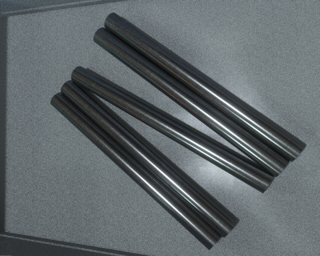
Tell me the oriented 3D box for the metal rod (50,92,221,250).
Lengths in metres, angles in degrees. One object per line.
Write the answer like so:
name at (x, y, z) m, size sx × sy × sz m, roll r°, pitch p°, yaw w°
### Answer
metal rod at (-0.042, 0.049, 0.424) m, size 0.300 × 0.025 × 0.025 m, roll 40°, pitch 103°, yaw 15°

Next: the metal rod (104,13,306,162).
metal rod at (0.045, -0.061, 0.393) m, size 0.300 × 0.025 × 0.025 m, roll 38°, pitch 102°, yaw 16°

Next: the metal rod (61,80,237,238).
metal rod at (-0.025, 0.032, 0.418) m, size 0.300 × 0.025 × 0.025 m, roll 40°, pitch 103°, yaw 15°

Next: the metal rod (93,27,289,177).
metal rod at (0.028, -0.042, 0.399) m, size 0.300 × 0.025 × 0.025 m, roll 38°, pitch 102°, yaw 16°

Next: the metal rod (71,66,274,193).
metal rod at (0.003, -0.006, 0.408) m, size 0.300 × 0.025 × 0.025 m, roll 30°, pitch 100°, yaw 17°
